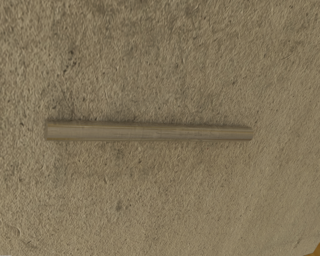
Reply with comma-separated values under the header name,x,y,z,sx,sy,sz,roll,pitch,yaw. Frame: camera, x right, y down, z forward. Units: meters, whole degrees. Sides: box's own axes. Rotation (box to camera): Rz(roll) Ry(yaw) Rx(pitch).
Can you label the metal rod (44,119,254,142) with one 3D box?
name,x,y,z,sx,sy,sz,roll,pitch,yaw
metal rod,0.006,0.006,0.414,0.302,0.025,0.025,2,118,-29
